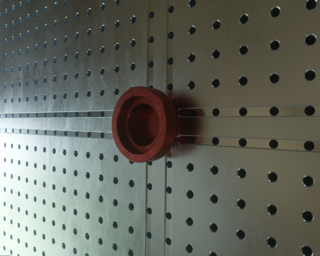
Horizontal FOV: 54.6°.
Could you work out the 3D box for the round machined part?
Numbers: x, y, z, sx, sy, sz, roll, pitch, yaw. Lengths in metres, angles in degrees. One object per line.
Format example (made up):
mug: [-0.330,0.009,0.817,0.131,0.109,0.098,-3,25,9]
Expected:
round machined part: [-0.016,-0.004,0.412,0.098,0.042,0.097,0,90,40]
